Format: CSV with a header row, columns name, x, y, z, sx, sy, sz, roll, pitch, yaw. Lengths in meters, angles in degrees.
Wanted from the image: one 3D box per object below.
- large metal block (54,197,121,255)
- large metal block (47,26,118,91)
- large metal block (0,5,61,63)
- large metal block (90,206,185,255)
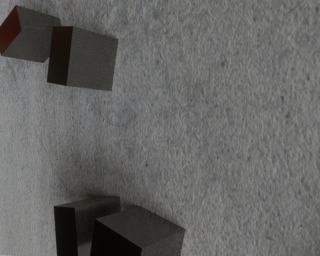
name,x,y,z,sx,sy,sz,roll,pitch,yaw
large metal block,-0.102,0.147,0.451,0.050,0.081,0.080,-9,85,39
large metal block,-0.114,-0.101,0.460,0.050,0.081,0.079,14,99,39
large metal block,-0.232,-0.165,0.557,0.080,0.081,0.050,-28,73,36
large metal block,-0.028,0.145,0.390,0.080,0.081,0.050,16,100,38
